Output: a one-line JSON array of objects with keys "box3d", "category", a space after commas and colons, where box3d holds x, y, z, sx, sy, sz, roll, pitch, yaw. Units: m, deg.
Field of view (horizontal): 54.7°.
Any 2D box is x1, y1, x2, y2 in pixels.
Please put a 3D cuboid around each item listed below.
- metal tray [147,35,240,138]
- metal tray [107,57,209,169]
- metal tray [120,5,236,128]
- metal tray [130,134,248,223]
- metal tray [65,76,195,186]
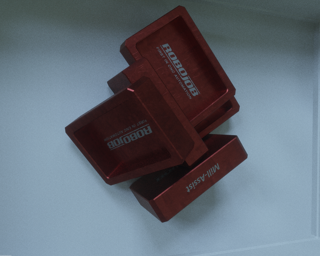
[{"box3d": [0.040, -0.055, 0.423, 0.090, 0.030, 0.130, -36, 101, -15], "category": "metal tray"}, {"box3d": [-0.006, -0.015, 0.372, 0.030, 0.090, 0.130, -39, 103, -16], "category": "metal tray"}, {"box3d": [0.024, -0.071, 0.384, 0.090, 0.030, 0.130, -38, 102, -16], "category": "metal tray"}, {"box3d": [0.033, 0.055, 0.388, 0.131, 0.090, 0.030, -34, 102, -17], "category": "metal tray"}, {"box3d": [-0.038, 0.010, 0.341, 0.090, 0.130, 0.030, 55, 43, -12], "category": "metal tray"}]
